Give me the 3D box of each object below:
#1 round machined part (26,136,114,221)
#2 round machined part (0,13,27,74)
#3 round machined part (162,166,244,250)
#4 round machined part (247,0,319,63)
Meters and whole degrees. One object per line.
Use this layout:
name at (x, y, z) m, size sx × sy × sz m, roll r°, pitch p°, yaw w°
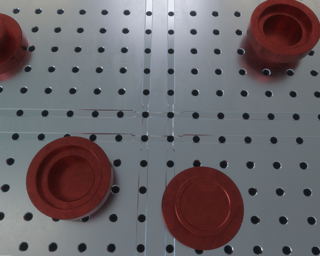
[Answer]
round machined part at (-0.106, 0.063, 0.379) m, size 0.099 × 0.042 × 0.098 m, roll 0°, pitch 70°, yaw 0°
round machined part at (-0.250, -0.128, 0.448) m, size 0.099 × 0.042 × 0.098 m, roll 0°, pitch 70°, yaw 0°
round machined part at (0.051, 0.093, 0.369) m, size 0.099 × 0.042 × 0.098 m, roll 0°, pitch 70°, yaw 0°
round machined part at (0.176, -0.137, 0.454) m, size 0.099 × 0.042 × 0.098 m, roll 0°, pitch 70°, yaw 0°
